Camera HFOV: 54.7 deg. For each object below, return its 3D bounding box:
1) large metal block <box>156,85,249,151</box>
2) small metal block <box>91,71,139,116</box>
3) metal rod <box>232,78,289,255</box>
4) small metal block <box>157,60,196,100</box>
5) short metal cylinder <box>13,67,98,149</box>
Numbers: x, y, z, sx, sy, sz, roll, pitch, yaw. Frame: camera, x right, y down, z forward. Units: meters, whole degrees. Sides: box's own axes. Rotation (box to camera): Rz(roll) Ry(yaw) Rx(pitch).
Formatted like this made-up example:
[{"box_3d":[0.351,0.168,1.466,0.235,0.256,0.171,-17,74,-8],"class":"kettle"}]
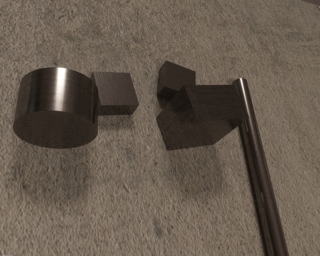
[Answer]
[{"box_3d":[0.053,-0.013,0.407,0.081,0.080,0.050,-5,65,-31],"class":"large metal block"},{"box_3d":[-0.060,-0.044,0.400,0.050,0.025,0.050,-3,63,-30],"class":"small metal block"},{"box_3d":[0.142,0.053,0.450,0.025,0.025,0.299,11,57,-23],"class":"metal rod"},{"box_3d":[0.025,-0.066,0.459,0.050,0.025,0.050,17,55,-19],"class":"small metal block"},{"box_3d":[-0.106,-0.018,0.323,0.081,0.080,0.050,9,58,-24],"class":"short metal cylinder"}]
